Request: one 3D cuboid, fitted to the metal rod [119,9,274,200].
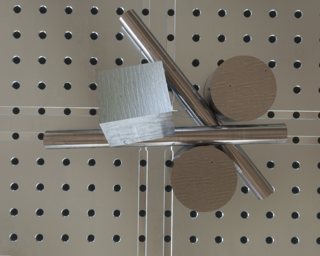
[{"bbox_3d":[0.048,-0.030,0.410,0.025,0.025,0.300,-38,90,0],"label":"metal rod"}]

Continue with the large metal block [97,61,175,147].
[{"bbox_3d":[-0.029,-0.030,0.379,0.080,0.050,0.080,-10,55,0],"label":"large metal block"}]

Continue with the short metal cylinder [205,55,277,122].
[{"bbox_3d":[0.101,-0.048,0.398,0.081,0.050,0.079,0,90,0],"label":"short metal cylinder"}]

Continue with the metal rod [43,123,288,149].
[{"bbox_3d":[0.002,0.011,0.393,0.302,0.025,0.025,-2,90,6],"label":"metal rod"}]

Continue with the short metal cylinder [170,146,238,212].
[{"bbox_3d":[0.053,0.061,0.398,0.081,0.050,0.079,0,90,0],"label":"short metal cylinder"}]
